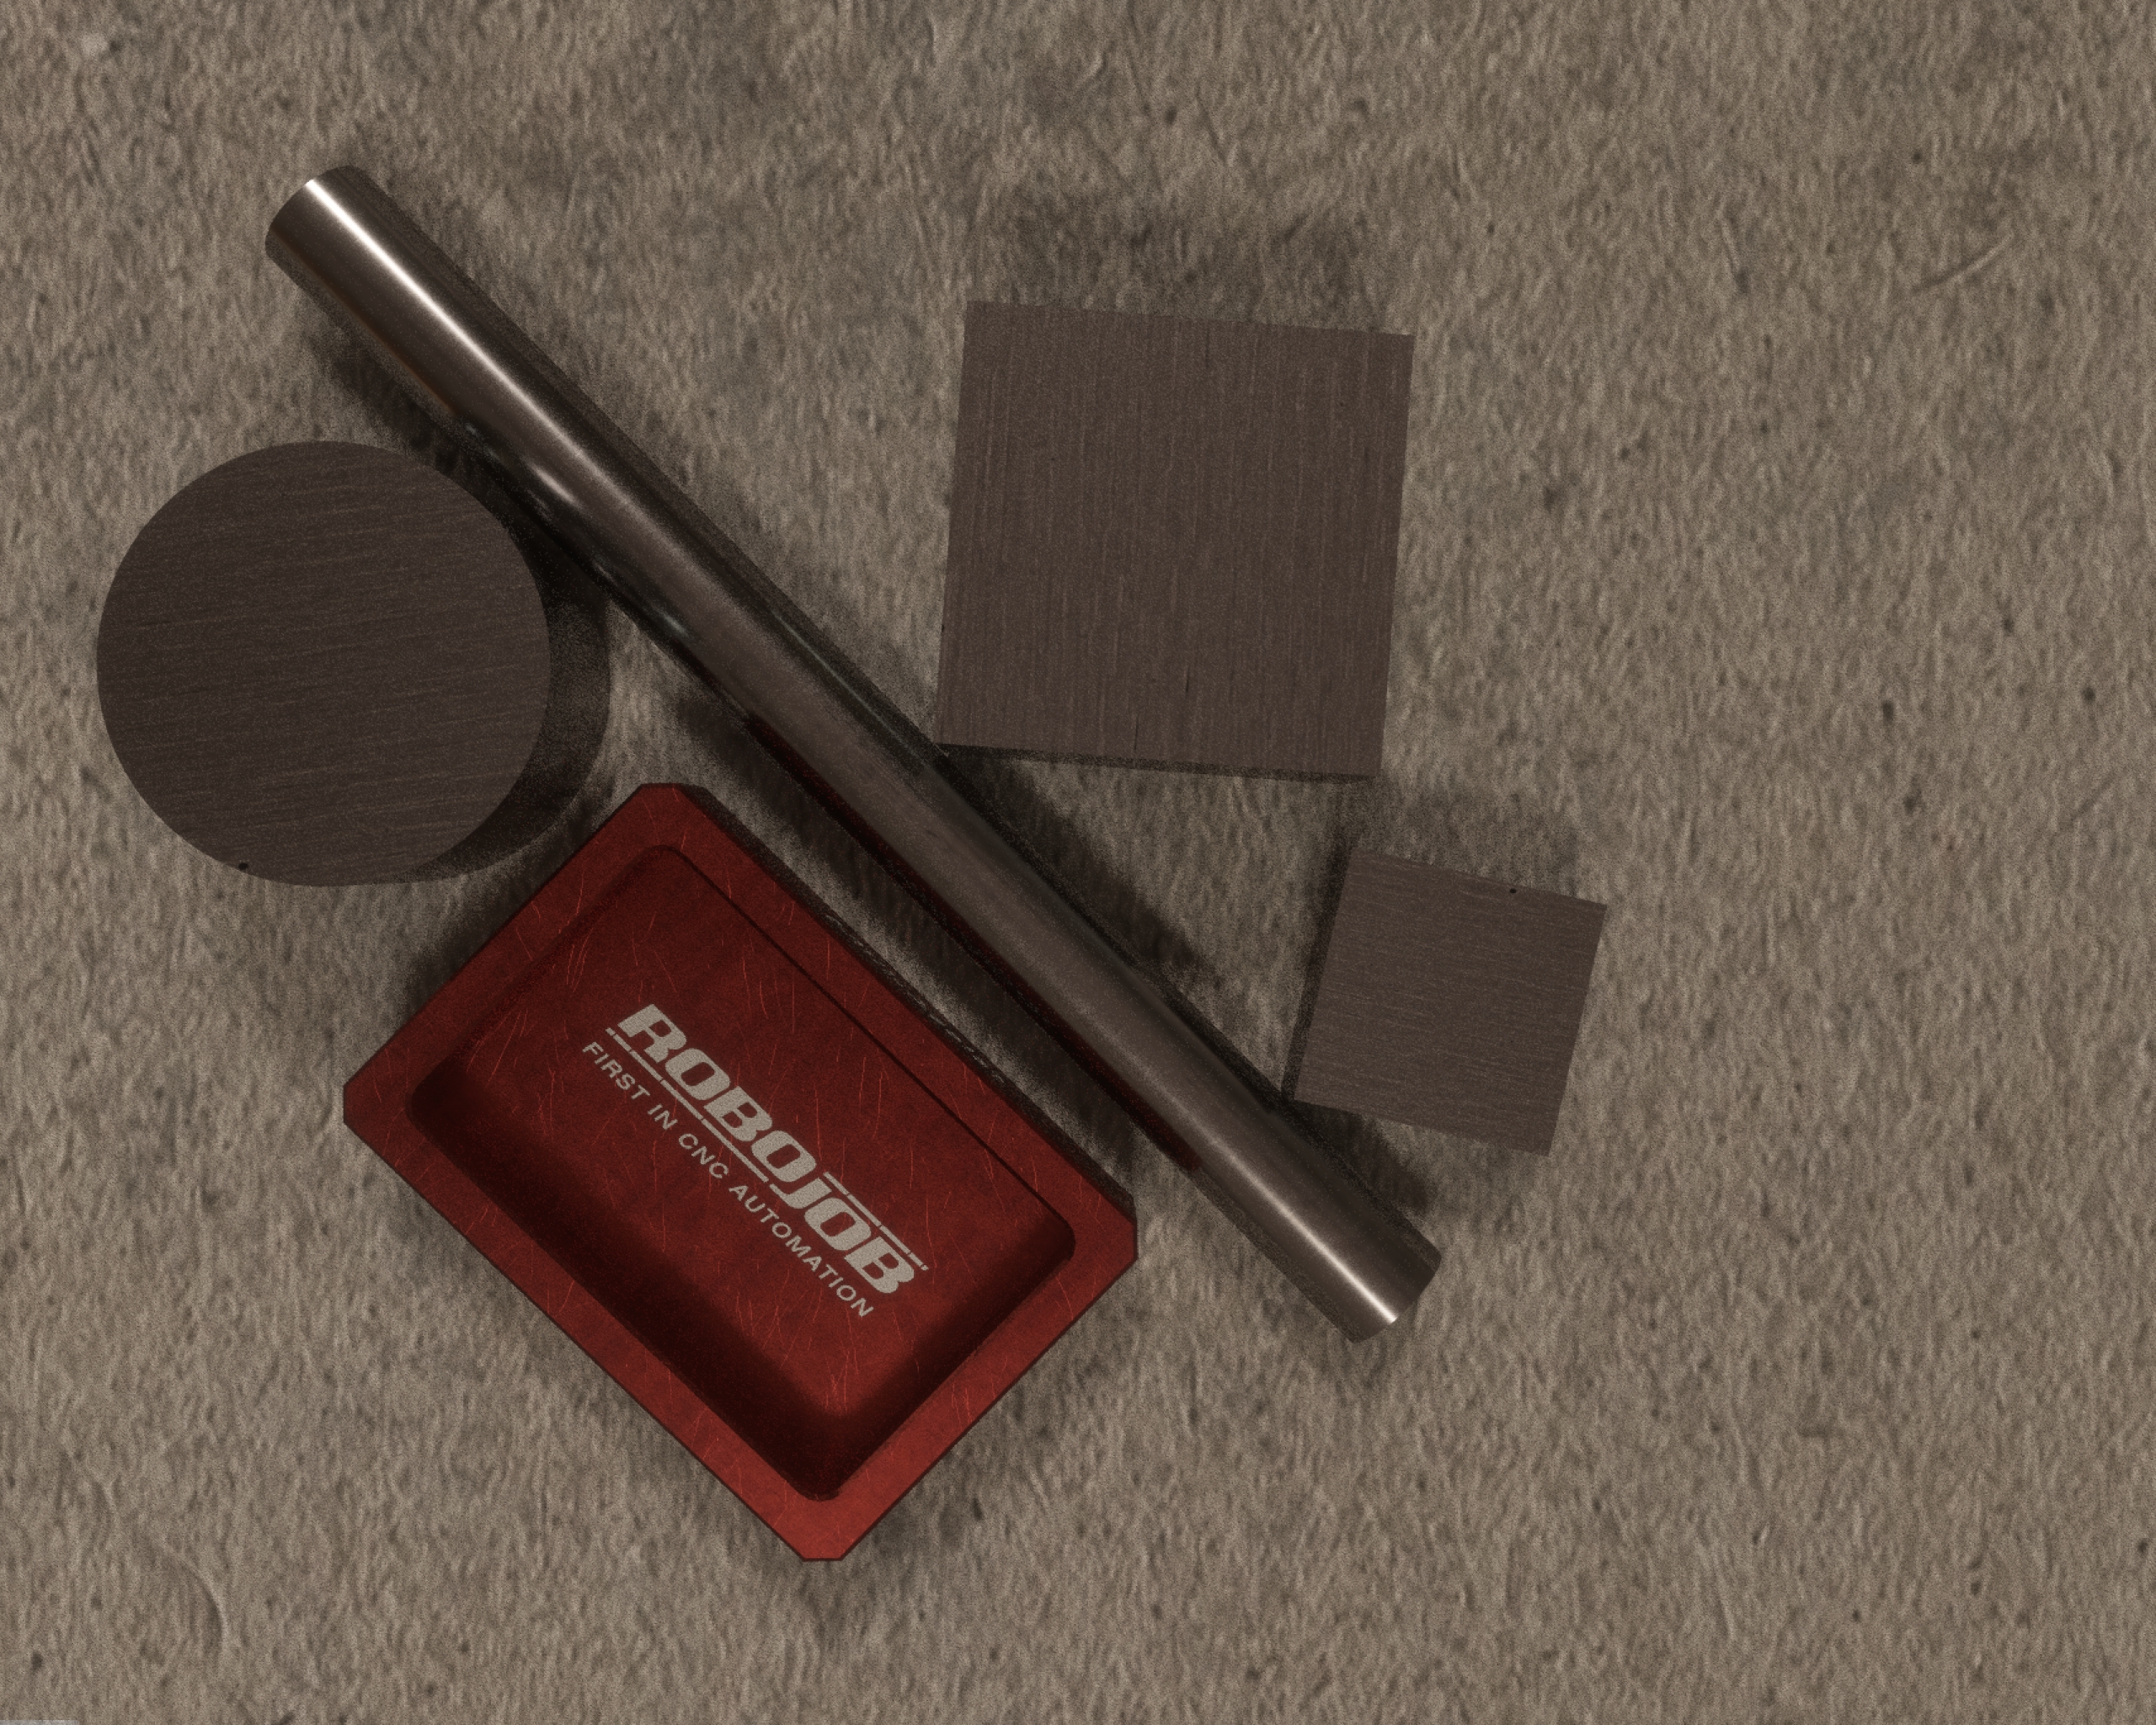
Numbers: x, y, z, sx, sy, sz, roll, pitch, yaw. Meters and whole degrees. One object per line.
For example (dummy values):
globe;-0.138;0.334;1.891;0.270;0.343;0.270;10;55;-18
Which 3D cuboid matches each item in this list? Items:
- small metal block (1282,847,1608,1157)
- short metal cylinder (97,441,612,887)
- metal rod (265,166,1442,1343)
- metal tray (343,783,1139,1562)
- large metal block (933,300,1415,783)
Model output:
small metal block;0.072;0.027;0.413;0.050;0.025;0.050;13;90;-1
short metal cylinder;-0.135;-0.036;0.397;0.081;0.050;0.079;0;90;-1
metal rod;-0.043;-0.021;0.410;0.025;0.025;0.300;-45;91;0
metal tray;-0.064;0.058;0.408;0.130;0.030;0.090;44;90;-1
large metal block;0.017;-0.058;0.399;0.081;0.050;0.079;4;90;-1
